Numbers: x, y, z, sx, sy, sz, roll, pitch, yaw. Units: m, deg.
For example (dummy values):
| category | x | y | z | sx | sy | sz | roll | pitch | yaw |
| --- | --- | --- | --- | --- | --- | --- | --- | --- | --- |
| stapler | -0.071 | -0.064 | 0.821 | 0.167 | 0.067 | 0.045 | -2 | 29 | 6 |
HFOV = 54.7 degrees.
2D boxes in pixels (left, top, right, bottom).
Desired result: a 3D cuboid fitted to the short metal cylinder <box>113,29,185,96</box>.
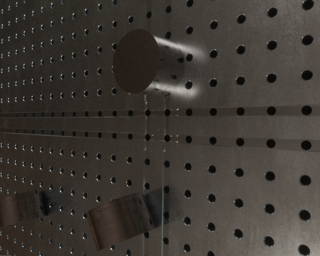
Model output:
| category | x | y | z | sx | sy | sz | roll | pitch | yaw |
| --- | --- | --- | --- | --- | --- | --- | --- | --- | --- |
| short metal cylinder | -0.015 | -0.083 | 0.404 | 0.080 | 0.050 | 0.079 | 0 | 90 | 39 |

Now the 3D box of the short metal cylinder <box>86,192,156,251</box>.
| category | x | y | z | sx | sy | sz | roll | pitch | yaw |
| --- | --- | --- | --- | --- | --- | --- | --- | --- | --- |
| short metal cylinder | -0.052 | 0.125 | 0.414 | 0.080 | 0.081 | 0.050 | -34 | 69 | 34 |

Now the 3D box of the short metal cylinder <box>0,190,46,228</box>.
| category | x | y | z | sx | sy | sz | roll | pitch | yaw |
| --- | --- | --- | --- | --- | --- | --- | --- | --- | --- |
| short metal cylinder | -0.262 | 0.153 | 0.586 | 0.080 | 0.081 | 0.050 | -25 | 75 | 37 |
